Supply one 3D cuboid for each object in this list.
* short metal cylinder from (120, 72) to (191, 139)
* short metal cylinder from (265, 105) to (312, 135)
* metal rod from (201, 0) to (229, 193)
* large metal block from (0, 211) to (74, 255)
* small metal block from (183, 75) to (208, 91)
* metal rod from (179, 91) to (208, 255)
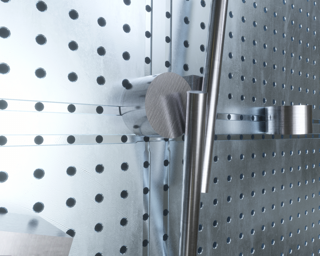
[{"bbox_3d":[-0.002,-0.027,0.391,0.081,0.050,0.080,0,90,-40],"label":"short metal cylinder"},{"bbox_3d":[0.237,-0.015,0.571,0.081,0.080,0.050,-4,93,-40],"label":"short metal cylinder"},{"bbox_3d":[0.071,-0.061,0.435,0.025,0.025,0.298,12,83,-40],"label":"metal rod"},{"bbox_3d":[-0.134,0.104,0.261,0.080,0.080,0.050,23,76,-38],"label":"large metal block"},{"bbox_3d":[0.057,-0.049,0.457,0.050,0.025,0.050,2,89,-40],"label":"small metal block"},{"bbox_3d":[0.040,0.102,0.404,0.025,0.025,0.298,-11,109,-40],"label":"metal rod"}]
